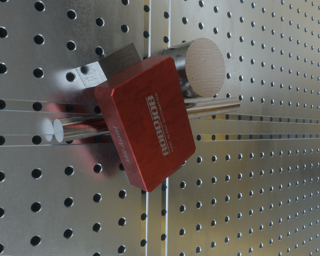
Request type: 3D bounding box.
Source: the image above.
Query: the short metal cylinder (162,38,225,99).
[{"bbox_3d":[0.046,-0.081,0.433,0.081,0.050,0.079,0,90,-40],"label":"short metal cylinder"}]

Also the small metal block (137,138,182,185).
[{"bbox_3d":[-0.003,0.040,0.407,0.050,0.025,0.050,-30,109,-36],"label":"small metal block"}]

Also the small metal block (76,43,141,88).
[{"bbox_3d":[-0.057,-0.069,0.346,0.050,0.050,0.025,-39,114,-33],"label":"small metal block"}]

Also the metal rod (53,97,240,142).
[{"bbox_3d":[0.009,-0.018,0.419,0.302,0.025,0.025,-10,97,-40],"label":"metal rod"}]

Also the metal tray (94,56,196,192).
[{"bbox_3d":[-0.010,-0.005,0.349,0.091,0.030,0.129,-37,124,-33],"label":"metal tray"}]
